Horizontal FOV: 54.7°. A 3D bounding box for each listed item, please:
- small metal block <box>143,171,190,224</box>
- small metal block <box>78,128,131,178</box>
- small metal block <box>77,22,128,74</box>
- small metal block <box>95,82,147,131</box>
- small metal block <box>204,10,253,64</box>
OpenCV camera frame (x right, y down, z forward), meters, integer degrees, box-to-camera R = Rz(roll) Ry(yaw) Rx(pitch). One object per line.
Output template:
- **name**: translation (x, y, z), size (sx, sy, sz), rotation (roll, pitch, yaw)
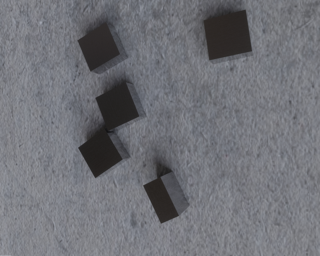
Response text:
- **small metal block**: translation (0.009, 0.086, 0.392), size (0.025, 0.050, 0.050), rotation (-29, 81, 17)
- **small metal block**: translation (-0.078, 0.035, 0.435), size (0.050, 0.025, 0.050), rotation (-35, 79, 16)
- **small metal block**: translation (-0.080, -0.111, 0.436), size (0.050, 0.025, 0.050), rotation (-26, 82, 17)
- **small metal block**: translation (-0.054, -0.028, 0.427), size (0.050, 0.025, 0.050), rotation (-24, 82, 18)
- **small metal block**: translation (0.084, -0.110, 0.379), size (0.050, 0.025, 0.050), rotation (-9, 87, 19)
